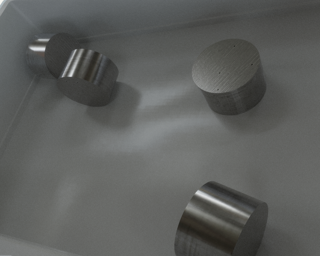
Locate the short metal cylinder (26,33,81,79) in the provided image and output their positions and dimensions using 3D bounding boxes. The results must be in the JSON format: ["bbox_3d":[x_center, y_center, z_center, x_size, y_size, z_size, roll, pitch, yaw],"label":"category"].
[{"bbox_3d":[-0.183,-0.125,0.540,0.050,0.080,0.080,11,67,32],"label":"short metal cylinder"}]

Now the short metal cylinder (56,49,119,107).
[{"bbox_3d":[-0.109,-0.074,0.471,0.080,0.080,0.050,0,62,28],"label":"short metal cylinder"}]

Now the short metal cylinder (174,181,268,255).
[{"bbox_3d":[0.057,0.095,0.281,0.050,0.080,0.080,19,72,35],"label":"short metal cylinder"}]

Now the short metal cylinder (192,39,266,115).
[{"bbox_3d":[0.086,-0.062,0.382,0.080,0.050,0.080,-13,56,20],"label":"short metal cylinder"}]
